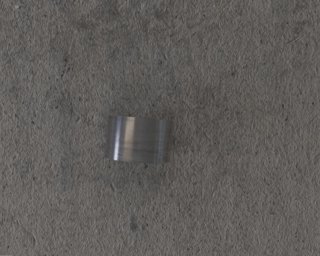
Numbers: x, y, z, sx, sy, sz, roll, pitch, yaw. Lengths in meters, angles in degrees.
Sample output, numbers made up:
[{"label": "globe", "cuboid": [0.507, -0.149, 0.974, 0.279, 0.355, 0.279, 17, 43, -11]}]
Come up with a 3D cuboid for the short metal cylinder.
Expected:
[{"label": "short metal cylinder", "cuboid": [-0.026, 0.013, 0.382, 0.080, 0.080, 0.050, 5, 90, 0]}]
